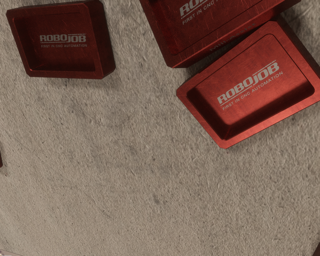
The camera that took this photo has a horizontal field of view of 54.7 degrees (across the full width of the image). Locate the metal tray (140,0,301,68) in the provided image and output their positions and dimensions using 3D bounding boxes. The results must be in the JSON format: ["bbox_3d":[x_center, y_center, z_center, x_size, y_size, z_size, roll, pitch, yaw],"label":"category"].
[{"bbox_3d":[0.047,-0.123,0.282,0.130,0.030,0.090,-25,85,36],"label":"metal tray"}]

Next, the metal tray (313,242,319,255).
[{"bbox_3d":[0.262,0.171,0.371,0.130,0.030,0.089,16,125,18],"label":"metal tray"}]

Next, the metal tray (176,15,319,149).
[{"bbox_3d":[0.092,-0.042,0.327,0.130,0.030,0.090,-35,100,38],"label":"metal tray"}]

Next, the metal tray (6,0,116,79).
[{"bbox_3d":[-0.127,-0.112,0.399,0.130,0.030,0.089,6,121,24],"label":"metal tray"}]

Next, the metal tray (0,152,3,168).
[{"bbox_3d":[-0.382,0.030,0.619,0.130,0.030,0.089,21,126,15],"label":"metal tray"}]
